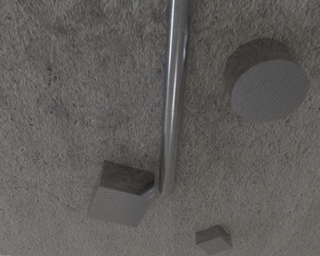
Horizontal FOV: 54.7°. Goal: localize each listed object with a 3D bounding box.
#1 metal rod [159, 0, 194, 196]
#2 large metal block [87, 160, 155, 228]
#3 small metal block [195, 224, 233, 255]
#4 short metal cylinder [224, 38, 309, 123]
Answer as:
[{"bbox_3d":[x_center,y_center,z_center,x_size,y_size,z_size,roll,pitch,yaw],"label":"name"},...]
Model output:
[{"bbox_3d":[0.016,-0.017,0.392,0.025,0.025,0.298,1,130,-2],"label":"metal rod"},{"bbox_3d":[-0.060,0.103,0.478,0.081,0.050,0.079,16,128,-14],"label":"large metal block"},{"bbox_3d":[0.103,0.215,0.591,0.050,0.025,0.050,-28,125,22],"label":"small metal block"},{"bbox_3d":[0.116,-0.053,0.347,0.081,0.050,0.079,0,130,0],"label":"short metal cylinder"}]
